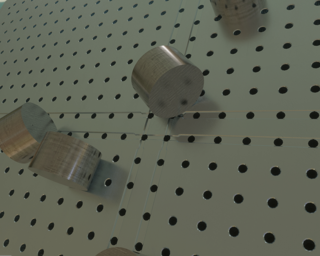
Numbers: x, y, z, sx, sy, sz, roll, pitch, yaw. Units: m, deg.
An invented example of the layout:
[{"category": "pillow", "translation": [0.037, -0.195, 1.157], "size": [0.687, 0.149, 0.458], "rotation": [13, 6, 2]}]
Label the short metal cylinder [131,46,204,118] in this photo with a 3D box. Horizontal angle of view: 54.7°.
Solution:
[{"category": "short metal cylinder", "translation": [0.010, -0.060, 0.404], "size": [0.080, 0.080, 0.050], "rotation": [-39, 51, 2]}]

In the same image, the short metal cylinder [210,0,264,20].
[{"category": "short metal cylinder", "translation": [0.112, -0.210, 0.462], "size": [0.080, 0.050, 0.080], "rotation": [-13, 56, 21]}]

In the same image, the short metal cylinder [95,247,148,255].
[{"category": "short metal cylinder", "translation": [-0.035, 0.165, 0.309], "size": [0.080, 0.050, 0.080], "rotation": [-13, 56, 21]}]

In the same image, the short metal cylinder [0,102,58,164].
[{"category": "short metal cylinder", "translation": [-0.202, 0.008, 0.474], "size": [0.050, 0.080, 0.080], "rotation": [-29, 52, 10]}]

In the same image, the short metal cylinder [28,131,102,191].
[{"category": "short metal cylinder", "translation": [-0.124, 0.045, 0.411], "size": [0.080, 0.080, 0.050], "rotation": [6, 65, 31]}]
